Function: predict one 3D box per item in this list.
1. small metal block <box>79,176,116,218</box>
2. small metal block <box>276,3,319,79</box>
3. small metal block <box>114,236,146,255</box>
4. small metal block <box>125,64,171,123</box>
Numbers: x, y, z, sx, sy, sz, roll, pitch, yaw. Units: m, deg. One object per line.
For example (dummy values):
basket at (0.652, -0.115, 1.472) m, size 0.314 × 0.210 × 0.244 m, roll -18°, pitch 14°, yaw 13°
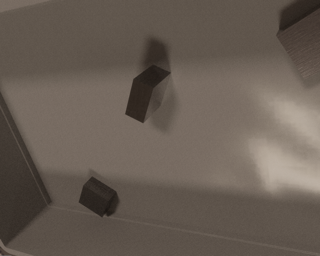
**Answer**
small metal block at (-0.109, 0.120, 0.538) m, size 0.050 × 0.025 × 0.050 m, roll 30°, pitch 128°, yaw 8°
small metal block at (0.144, -0.081, 0.283) m, size 0.050 × 0.025 × 0.050 m, roll -30°, pitch 102°, yaw 37°
small metal block at (-0.055, 0.236, 0.585) m, size 0.050 × 0.025 × 0.050 m, roll 7°, pitch 122°, yaw 24°
small metal block at (-0.014, -0.042, 0.373) m, size 0.025 × 0.050 × 0.050 m, roll 27°, pitch 128°, yaw 11°
